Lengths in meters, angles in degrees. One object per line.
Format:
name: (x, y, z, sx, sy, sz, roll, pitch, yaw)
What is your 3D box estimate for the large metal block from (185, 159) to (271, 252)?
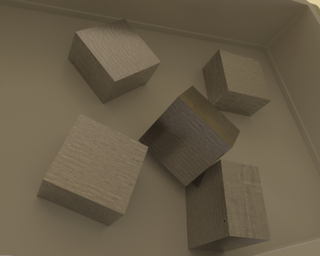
large metal block: (0.072, 0.091, 0.353, 0.050, 0.080, 0.080, 13, 57, -21)

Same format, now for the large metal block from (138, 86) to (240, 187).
large metal block: (0.035, 0.009, 0.376, 0.080, 0.080, 0.050, 44, 31, 2)

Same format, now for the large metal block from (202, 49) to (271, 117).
large metal block: (0.121, -0.071, 0.498, 0.081, 0.050, 0.080, 9, 58, -24)

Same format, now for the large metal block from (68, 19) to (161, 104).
large metal block: (-0.061, -0.090, 0.412, 0.081, 0.050, 0.080, -32, 80, -38)

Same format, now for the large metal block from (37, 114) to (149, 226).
large metal block: (-0.069, 0.045, 0.325, 0.080, 0.050, 0.080, 27, 52, -11)
